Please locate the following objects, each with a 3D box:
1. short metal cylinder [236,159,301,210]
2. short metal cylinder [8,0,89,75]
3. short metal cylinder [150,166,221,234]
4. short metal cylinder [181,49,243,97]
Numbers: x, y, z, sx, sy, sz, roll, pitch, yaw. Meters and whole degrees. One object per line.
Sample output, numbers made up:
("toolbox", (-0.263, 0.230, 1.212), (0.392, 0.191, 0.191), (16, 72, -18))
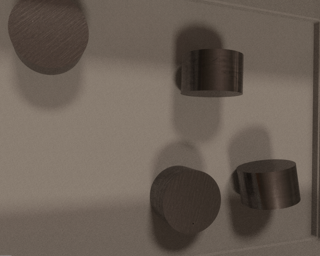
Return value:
("short metal cylinder", (0.153, 0.078, 0.440), (0.081, 0.080, 0.050), (-10, 94, -20))
("short metal cylinder", (-0.125, -0.104, 0.351), (0.081, 0.050, 0.079), (0, 90, -21))
("short metal cylinder", (0.033, 0.093, 0.411), (0.081, 0.050, 0.079), (0, 90, -21))
("short metal cylinder", (0.068, -0.069, 0.408), (0.081, 0.080, 0.050), (1, 90, -20))
